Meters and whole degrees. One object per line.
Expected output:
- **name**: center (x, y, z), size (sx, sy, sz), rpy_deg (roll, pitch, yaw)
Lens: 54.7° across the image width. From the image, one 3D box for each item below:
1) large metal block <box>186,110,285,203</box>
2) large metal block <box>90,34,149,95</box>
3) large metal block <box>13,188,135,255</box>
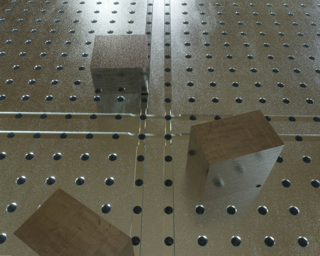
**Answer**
- **large metal block**: center (0.078, 0.033, 0.346), size (0.081, 0.080, 0.050), rpy_deg (-13, 52, -11)
- **large metal block**: center (-0.058, -0.098, 0.473), size (0.081, 0.050, 0.080), rpy_deg (-2, 50, -2)
- **large metal block**: center (-0.070, 0.111, 0.277), size (0.080, 0.080, 0.050), rpy_deg (28, 55, 21)
